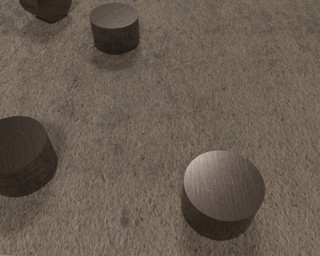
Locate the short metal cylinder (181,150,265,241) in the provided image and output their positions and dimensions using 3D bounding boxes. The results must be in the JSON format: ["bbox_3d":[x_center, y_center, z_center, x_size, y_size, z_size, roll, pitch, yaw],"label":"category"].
[{"bbox_3d":[0.064,0.071,0.328,0.081,0.050,0.080,0,50,0],"label":"short metal cylinder"}]

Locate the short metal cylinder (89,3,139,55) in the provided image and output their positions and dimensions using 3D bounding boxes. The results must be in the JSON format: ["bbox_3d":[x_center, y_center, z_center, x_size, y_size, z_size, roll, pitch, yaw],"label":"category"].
[{"bbox_3d":[-0.076,-0.170,0.529,0.081,0.050,0.080,0,50,0],"label":"short metal cylinder"}]

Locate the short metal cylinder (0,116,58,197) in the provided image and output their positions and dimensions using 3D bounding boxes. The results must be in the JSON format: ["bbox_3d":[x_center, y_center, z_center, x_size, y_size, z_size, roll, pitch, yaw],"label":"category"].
[{"bbox_3d":[-0.166,0.032,0.358,0.081,0.050,0.080,0,50,0],"label":"short metal cylinder"}]

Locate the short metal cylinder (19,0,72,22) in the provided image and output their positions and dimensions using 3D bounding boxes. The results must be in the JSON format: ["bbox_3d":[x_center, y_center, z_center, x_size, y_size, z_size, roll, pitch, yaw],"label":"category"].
[{"bbox_3d":[-0.210,-0.243,0.569,0.050,0.080,0.080,28,55,21],"label":"short metal cylinder"}]
